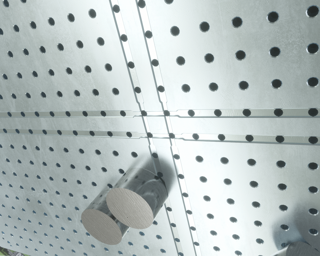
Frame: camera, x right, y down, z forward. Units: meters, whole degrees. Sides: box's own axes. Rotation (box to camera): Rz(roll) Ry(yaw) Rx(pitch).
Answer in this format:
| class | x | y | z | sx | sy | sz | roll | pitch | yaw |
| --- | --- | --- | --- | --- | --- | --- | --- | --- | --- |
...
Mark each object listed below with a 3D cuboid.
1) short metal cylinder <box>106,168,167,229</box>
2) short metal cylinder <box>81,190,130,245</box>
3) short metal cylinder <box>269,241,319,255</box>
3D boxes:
| class | x | y | z | sx | sy | sz | roll | pitch | yaw |
| --- | --- | --- | --- | --- | --- | --- | --- | --- | --- |
| short metal cylinder | -0.035 | 0.109 | 0.481 | 0.080 | 0.050 | 0.079 | 13 | 124 | 21 |
| short metal cylinder | -0.088 | 0.154 | 0.537 | 0.080 | 0.050 | 0.079 | 13 | 124 | 21 |
| short metal cylinder | 0.180 | 0.197 | 0.403 | 0.080 | 0.080 | 0.050 | 37 | 129 | 4 |
